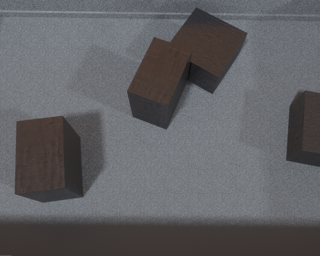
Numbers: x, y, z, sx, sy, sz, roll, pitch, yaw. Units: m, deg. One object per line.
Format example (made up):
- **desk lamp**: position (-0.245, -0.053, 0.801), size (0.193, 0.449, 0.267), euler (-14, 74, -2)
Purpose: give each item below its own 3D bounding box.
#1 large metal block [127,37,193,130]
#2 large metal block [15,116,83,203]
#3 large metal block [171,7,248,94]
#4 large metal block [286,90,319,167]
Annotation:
- **large metal block**: position (0.001, -0.055, 0.400), size (0.050, 0.080, 0.080), euler (21, 71, 7)
- **large metal block**: position (-0.127, 0.040, 0.365), size (0.050, 0.080, 0.080), euler (-7, 70, -3)
- **large metal block**: position (0.063, -0.108, 0.436), size (0.080, 0.050, 0.080), euler (31, 73, 10)
- **large metal block**: position (0.214, 0.005, 0.396), size (0.080, 0.050, 0.080), euler (11, 70, 4)
